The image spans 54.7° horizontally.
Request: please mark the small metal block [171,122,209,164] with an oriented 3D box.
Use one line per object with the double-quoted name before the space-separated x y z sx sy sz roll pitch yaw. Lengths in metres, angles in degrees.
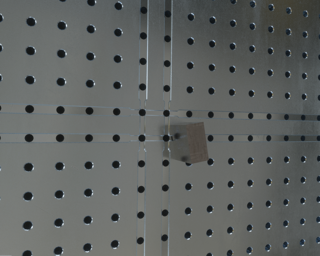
"small metal block" 0.039 0.019 0.415 0.025 0.050 0.050 -10 94 -20
